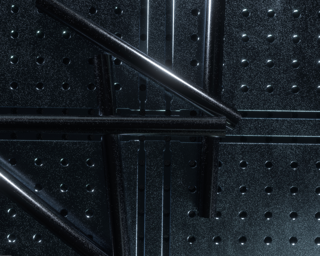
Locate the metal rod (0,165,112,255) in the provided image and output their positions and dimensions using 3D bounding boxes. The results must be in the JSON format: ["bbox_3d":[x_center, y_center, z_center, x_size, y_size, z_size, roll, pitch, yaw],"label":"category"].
[{"bbox_3d":[-0.189,0.085,0.410,0.300,0.025,0.025,39,90,-1],"label":"metal rod"}]

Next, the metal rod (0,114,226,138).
[{"bbox_3d":[-0.072,-0.004,0.386,0.302,0.025,0.025,1,90,9],"label":"metal rod"}]

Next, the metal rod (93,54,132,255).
[{"bbox_3d":[-0.062,0.053,0.412,0.025,0.025,0.298,-6,90,-1],"label":"metal rod"}]

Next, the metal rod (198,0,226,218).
[{"bbox_3d":[0.069,-0.032,0.414,0.025,0.025,0.298,2,90,-1],"label":"metal rod"}]

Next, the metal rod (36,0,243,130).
[{"bbox_3d":[-0.030,-0.088,0.398,0.301,0.025,0.025,33,90,5],"label":"metal rod"}]
